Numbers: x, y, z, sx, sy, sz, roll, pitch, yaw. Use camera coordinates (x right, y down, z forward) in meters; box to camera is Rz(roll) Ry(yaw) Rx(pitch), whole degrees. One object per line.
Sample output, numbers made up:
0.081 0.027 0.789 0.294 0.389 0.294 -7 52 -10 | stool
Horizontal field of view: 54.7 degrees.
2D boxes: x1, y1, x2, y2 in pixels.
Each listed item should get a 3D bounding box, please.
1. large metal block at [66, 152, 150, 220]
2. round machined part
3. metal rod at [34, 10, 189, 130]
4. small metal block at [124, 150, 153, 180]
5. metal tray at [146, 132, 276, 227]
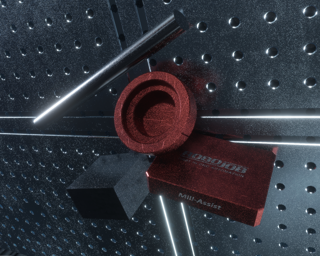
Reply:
-0.063 0.078 0.423 0.080 0.080 0.050 -8 114 31 | large metal block
-0.002 -0.015 0.370 0.098 0.042 0.098 -7 74 26 | round machined part
-0.085 -0.061 0.416 0.299 0.025 0.025 -26 104 36 | metal rod
-0.032 0.065 0.467 0.050 0.025 0.050 31 128 7 | small metal block
0.061 0.052 0.366 0.130 0.090 0.030 14 133 20 | metal tray
